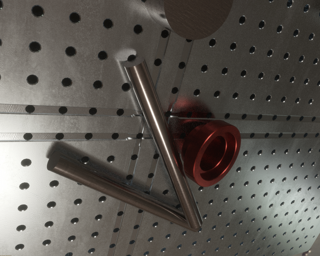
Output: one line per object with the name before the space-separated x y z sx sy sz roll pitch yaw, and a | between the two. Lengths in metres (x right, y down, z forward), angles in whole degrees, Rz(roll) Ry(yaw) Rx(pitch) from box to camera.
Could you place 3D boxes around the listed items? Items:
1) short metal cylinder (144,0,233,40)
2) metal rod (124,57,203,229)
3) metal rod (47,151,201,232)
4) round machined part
short metal cylinder | 0.030 -0.139 0.326 0.081 0.050 0.079 -14 125 -21
metal rod | 0.015 0.041 0.433 0.025 0.025 0.299 -28 125 -11
metal rod | -0.031 0.107 0.461 0.025 0.025 0.301 -49 129 6
round machined part | 0.070 0.033 0.451 0.099 0.042 0.097 -22 126 -33
